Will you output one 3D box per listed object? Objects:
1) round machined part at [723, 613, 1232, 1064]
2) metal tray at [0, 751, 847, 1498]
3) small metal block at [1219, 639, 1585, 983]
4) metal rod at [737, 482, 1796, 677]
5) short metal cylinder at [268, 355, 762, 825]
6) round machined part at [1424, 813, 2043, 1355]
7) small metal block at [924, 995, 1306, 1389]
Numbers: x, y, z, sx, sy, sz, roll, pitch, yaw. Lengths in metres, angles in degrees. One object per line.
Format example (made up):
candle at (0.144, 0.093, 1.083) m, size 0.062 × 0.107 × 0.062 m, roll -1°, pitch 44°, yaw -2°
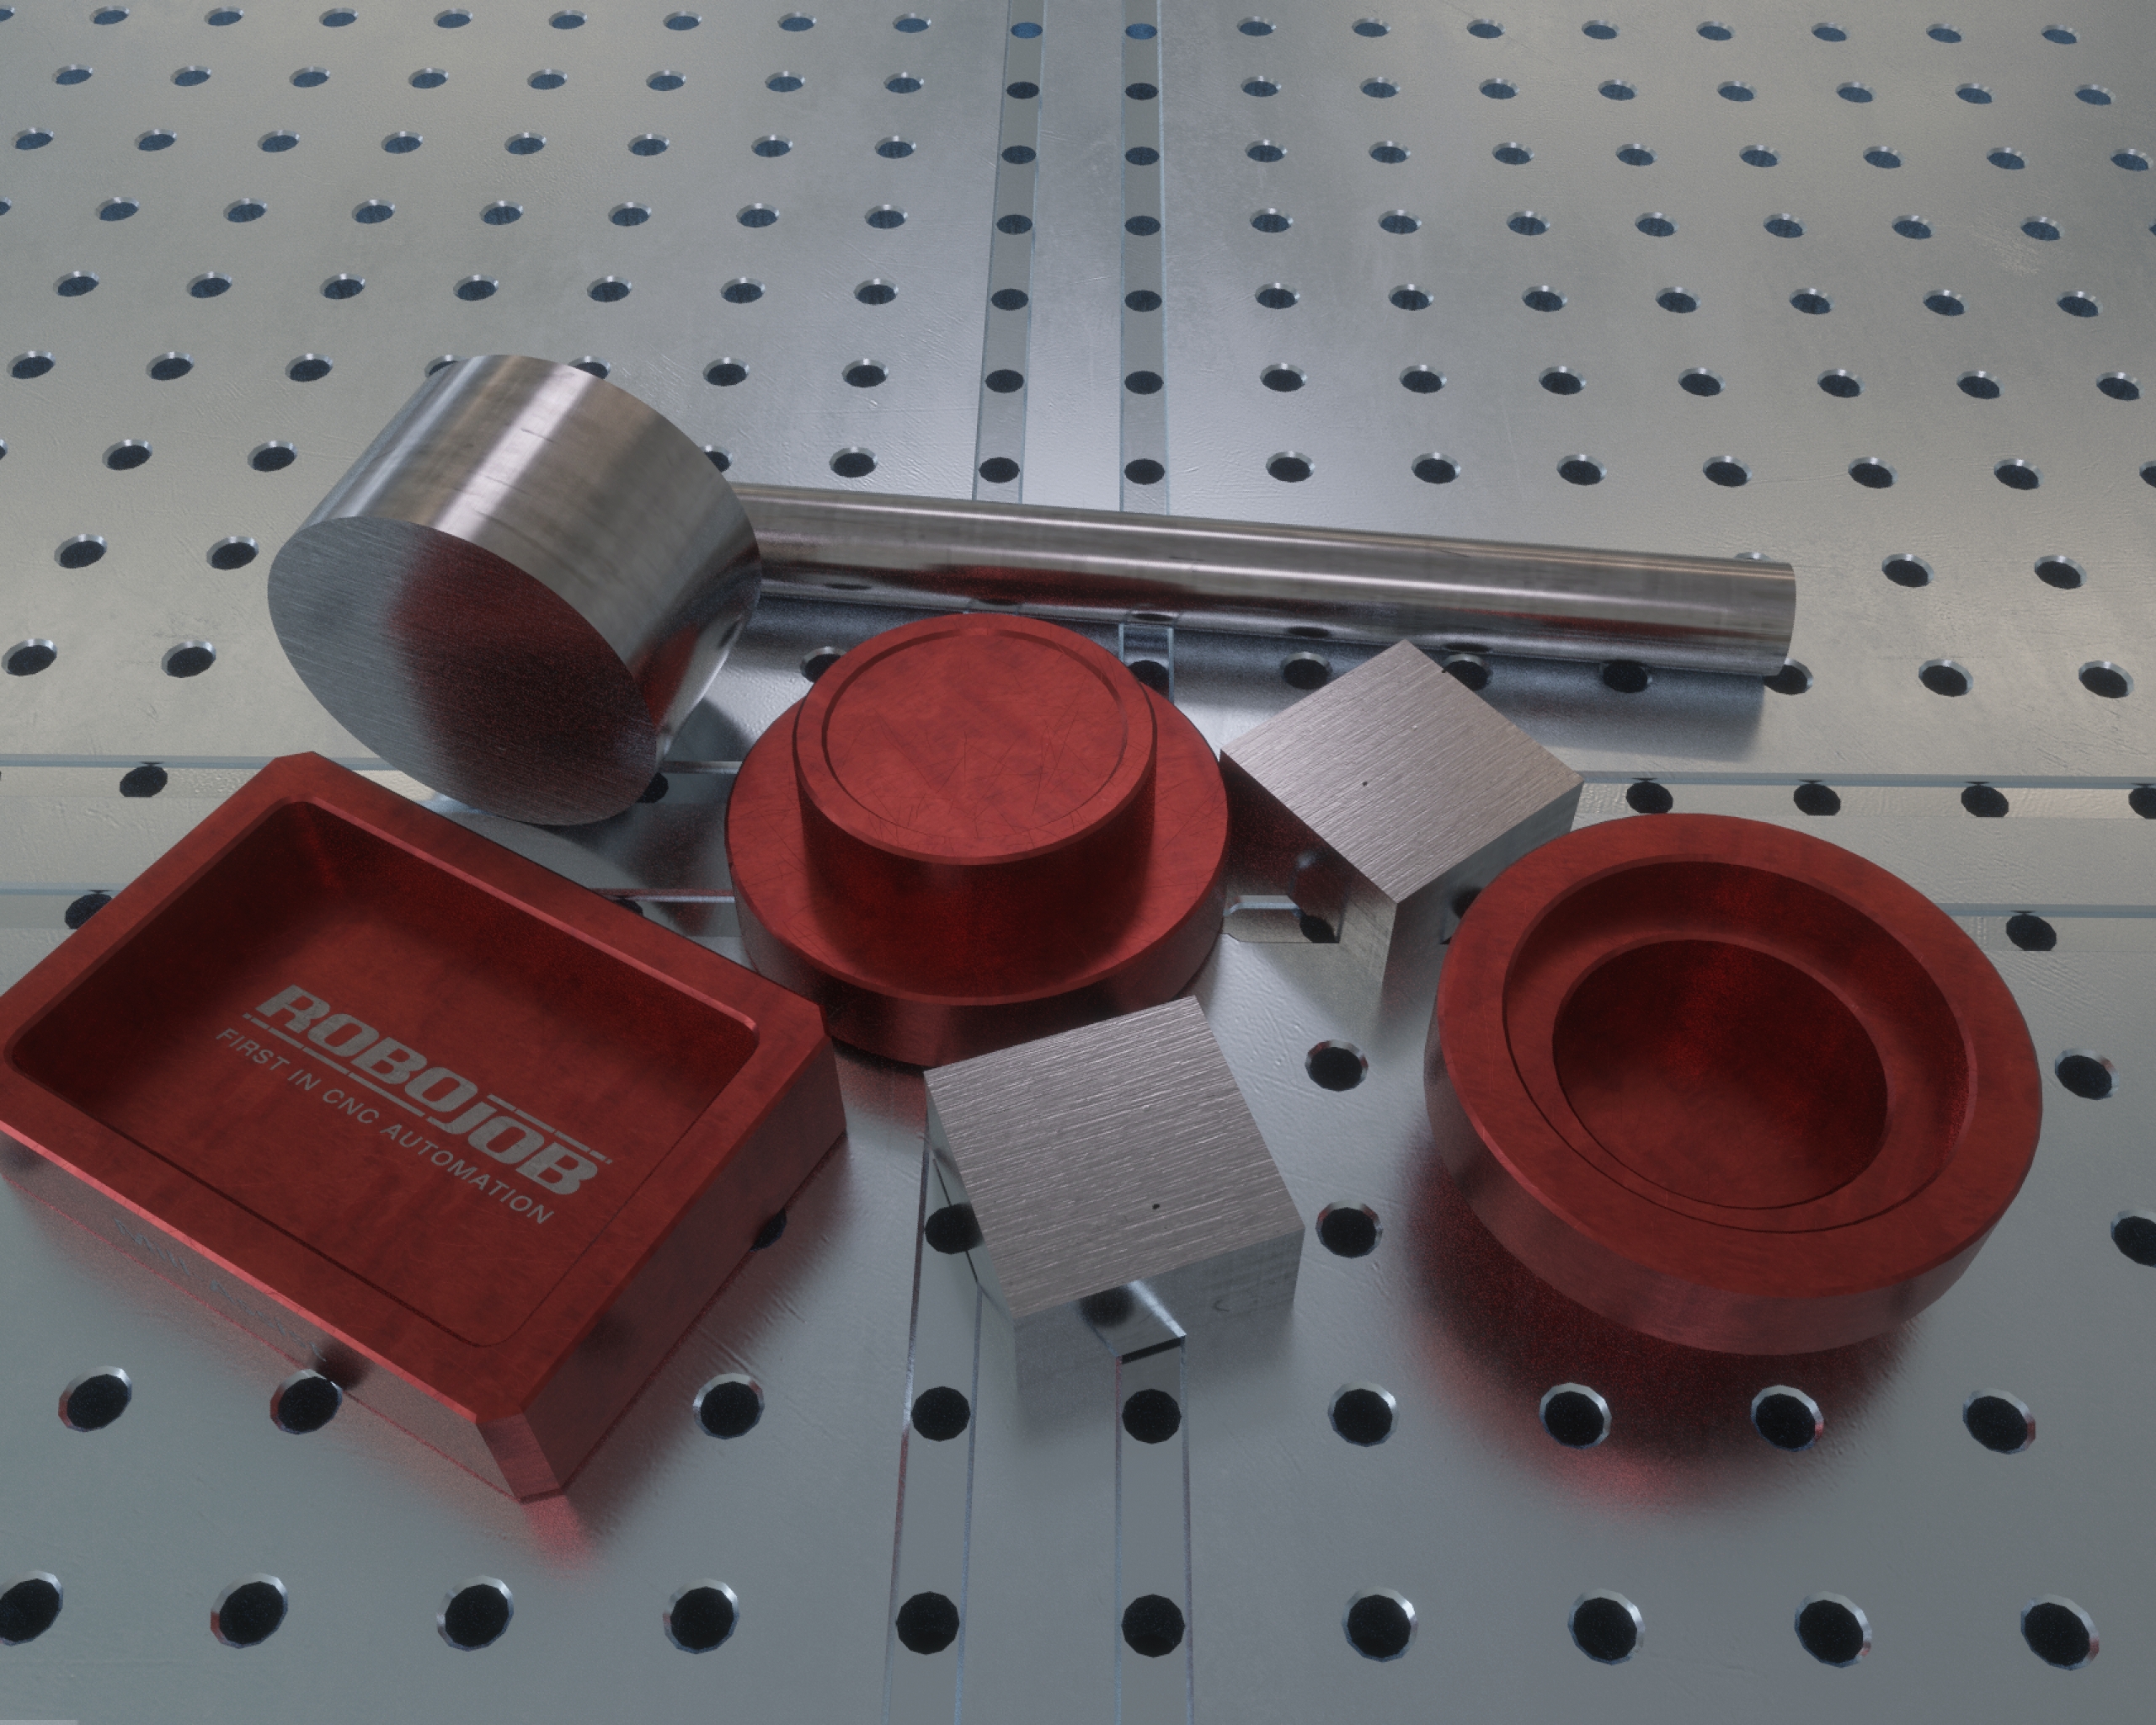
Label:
round machined part at (-0.019, -0.011, 0.405) m, size 0.099 × 0.042 × 0.098 m, roll 0°, pitch 47°, yaw 0°
metal tray at (-0.119, 0.040, 0.369) m, size 0.130 × 0.030 × 0.090 m, roll 24°, pitch 54°, yaw 19°
small metal block at (0.063, -0.011, 0.418) m, size 0.050 × 0.025 × 0.050 m, roll -31°, pitch 57°, yaw -24°
metal rod at (0.002, -0.066, 0.462) m, size 0.302 × 0.025 × 0.025 m, roll 5°, pitch 50°, yaw 4°
short metal cylinder at (-0.110, -0.053, 0.415) m, size 0.080 × 0.080 × 0.050 m, roll 14°, pitch 51°, yaw 11°
round machined part at (0.109, 0.041, 0.363) m, size 0.099 × 0.042 × 0.098 m, roll 0°, pitch 50°, yaw 0°
small metal block at (0.005, 0.056, 0.361) m, size 0.050 × 0.025 × 0.050 m, roll -15°, pitch 52°, yaw -12°
